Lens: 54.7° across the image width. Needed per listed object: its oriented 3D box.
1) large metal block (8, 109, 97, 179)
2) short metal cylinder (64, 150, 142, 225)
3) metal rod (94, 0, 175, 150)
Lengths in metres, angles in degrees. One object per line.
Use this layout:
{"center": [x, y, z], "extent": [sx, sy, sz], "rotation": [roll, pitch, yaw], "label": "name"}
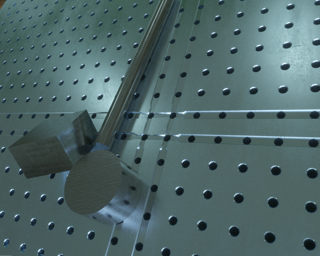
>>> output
{"center": [-0.143, 0.021, 0.431], "extent": [0.080, 0.050, 0.080], "rotation": [-13, 23, 21], "label": "large metal block"}
{"center": [-0.069, 0.074, 0.384], "extent": [0.080, 0.050, 0.080], "rotation": [-13, 56, 21], "label": "short metal cylinder"}
{"center": [-0.032, -0.105, 0.489], "extent": [0.025, 0.025, 0.300], "rotation": [7, 65, 31], "label": "metal rod"}
